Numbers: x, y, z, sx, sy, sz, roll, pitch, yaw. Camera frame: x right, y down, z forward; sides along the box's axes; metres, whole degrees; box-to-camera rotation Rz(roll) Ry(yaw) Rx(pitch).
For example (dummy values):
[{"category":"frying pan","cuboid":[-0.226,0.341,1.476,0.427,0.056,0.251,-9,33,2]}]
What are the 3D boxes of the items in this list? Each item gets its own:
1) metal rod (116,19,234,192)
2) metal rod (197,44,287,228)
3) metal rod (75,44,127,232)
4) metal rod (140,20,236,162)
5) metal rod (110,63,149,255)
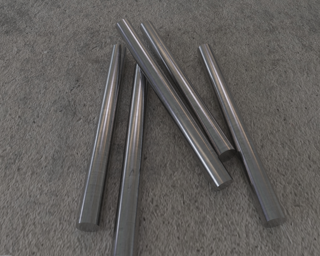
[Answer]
[{"category":"metal rod","cuboid":[0.007,-0.049,0.421,0.025,0.025,0.299,-21,60,-16]},{"category":"metal rod","cuboid":[0.096,-0.015,0.416,0.025,0.025,0.300,-7,50,-6]},{"category":"metal rod","cuboid":[-0.070,-0.013,0.413,0.025,0.025,0.300,1,50,1]},{"category":"metal rod","cuboid":[0.028,-0.074,0.465,0.025,0.025,0.300,-16,52,-13]},{"category":"metal rod","cuboid":[-0.031,0.020,0.386,0.025,0.025,0.300,1,50,1]}]
